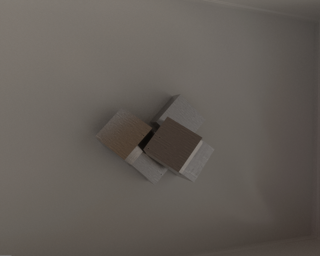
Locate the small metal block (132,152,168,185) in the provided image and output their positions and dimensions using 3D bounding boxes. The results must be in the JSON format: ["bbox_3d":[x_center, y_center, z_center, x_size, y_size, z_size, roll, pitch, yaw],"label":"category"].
[{"bbox_3d":[-0.012,0.038,0.405,0.050,0.025,0.050,44,76,-15],"label":"small metal block"}]

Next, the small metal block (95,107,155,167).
[{"bbox_3d":[-0.042,0.010,0.381,0.050,0.025,0.050,35,76,22],"label":"small metal block"}]

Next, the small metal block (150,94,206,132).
[{"bbox_3d":[0.024,-0.010,0.419,0.050,0.025,0.050,44,76,-15],"label":"small metal block"}]

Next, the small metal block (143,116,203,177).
[{"bbox_3d":[0.017,0.022,0.377,0.050,0.025,0.050,32,77,17],"label":"small metal block"}]

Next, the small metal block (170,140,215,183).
[{"bbox_3d":[0.038,0.040,0.411,0.025,0.050,0.050,37,78,-17],"label":"small metal block"}]
